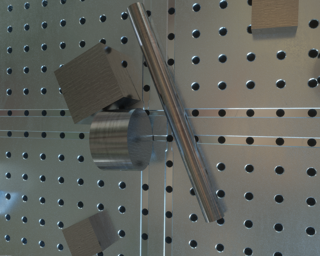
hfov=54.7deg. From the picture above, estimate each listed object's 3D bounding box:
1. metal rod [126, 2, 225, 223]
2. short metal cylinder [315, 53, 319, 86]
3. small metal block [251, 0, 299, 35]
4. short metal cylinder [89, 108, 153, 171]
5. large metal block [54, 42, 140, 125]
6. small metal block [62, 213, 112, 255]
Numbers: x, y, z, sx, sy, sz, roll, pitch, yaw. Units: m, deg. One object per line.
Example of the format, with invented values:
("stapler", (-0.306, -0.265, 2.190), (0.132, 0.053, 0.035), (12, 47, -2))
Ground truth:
("metal rod", (0.017, -0.025, 0.406), (0.025, 0.025, 0.299), (-23, 83, 18))
("short metal cylinder", (0.210, -0.068, 0.325), (0.080, 0.050, 0.080), (0, 90, 20))
("small metal block", (0.135, -0.140, 0.365), (0.050, 0.025, 0.050), (2, 91, 20))
("short metal cylinder", (-0.047, 0.015, 0.400), (0.050, 0.080, 0.080), (-2, 89, 20))
("large metal block", (-0.087, -0.058, 0.429), (0.080, 0.050, 0.080), (-27, 81, 18))
("small metal block", (-0.107, 0.159, 0.450), (0.050, 0.025, 0.050), (-28, 81, 17))
